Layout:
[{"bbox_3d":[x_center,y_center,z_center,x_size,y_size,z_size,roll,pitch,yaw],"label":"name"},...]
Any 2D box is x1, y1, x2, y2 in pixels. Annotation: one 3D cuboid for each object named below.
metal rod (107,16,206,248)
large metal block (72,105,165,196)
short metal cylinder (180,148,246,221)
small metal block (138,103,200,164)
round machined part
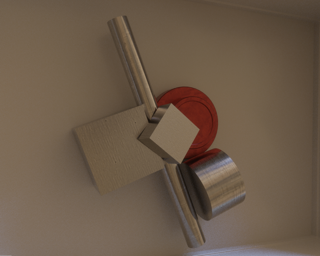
[{"bbox_3d":[-0.002,0.011,0.387,0.025,0.025,0.298,-22,98,-19],"label":"metal rod"},{"bbox_3d":[-0.052,0.024,0.375,0.081,0.050,0.080,-22,98,-19],"label":"large metal block"},{"bbox_3d":[0.065,0.073,0.405,0.050,0.080,0.080,-22,98,-19],"label":"short metal cylinder"},{"bbox_3d":[0.011,0.007,0.363,0.050,0.025,0.050,41,65,-23],"label":"small metal block"},{"bbox_3d":[0.035,-0.007,0.413,0.099,0.042,0.097,0,90,-21],"label":"round machined part"}]
